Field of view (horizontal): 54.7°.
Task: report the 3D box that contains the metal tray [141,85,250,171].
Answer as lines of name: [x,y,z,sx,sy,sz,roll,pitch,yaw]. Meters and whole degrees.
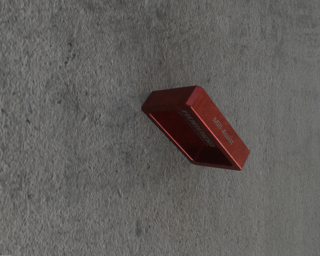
metal tray: [0.047,0.003,0.406,0.130,0.090,0.030,47,62,-30]
